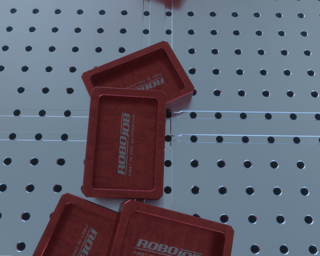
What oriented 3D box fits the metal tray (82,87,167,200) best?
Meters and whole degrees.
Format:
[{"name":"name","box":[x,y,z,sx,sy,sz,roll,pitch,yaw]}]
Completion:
[{"name":"metal tray","box":[-0.040,0.019,0.374,0.091,0.030,0.129,3,78,-4]}]

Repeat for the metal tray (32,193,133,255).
[{"name":"metal tray","box":[-0.094,0.151,0.352,0.090,0.030,0.130,20,71,6]}]

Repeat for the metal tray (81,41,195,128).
[{"name":"metal tray","box":[-0.030,-0.057,0.429,0.131,0.030,0.090,-24,72,-9]}]

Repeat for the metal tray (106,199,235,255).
[{"name":"metal tray","box":[0.011,0.139,0.339,0.131,0.030,0.090,18,71,-11]}]
